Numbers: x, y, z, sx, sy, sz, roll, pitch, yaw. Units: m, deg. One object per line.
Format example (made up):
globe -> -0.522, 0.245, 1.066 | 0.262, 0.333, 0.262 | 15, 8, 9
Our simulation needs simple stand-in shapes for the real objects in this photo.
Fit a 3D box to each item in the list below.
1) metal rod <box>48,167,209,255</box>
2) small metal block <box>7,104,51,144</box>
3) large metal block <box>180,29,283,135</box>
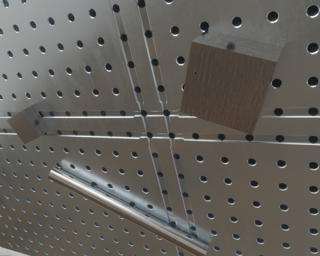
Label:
metal rod -> -0.061, 0.141, 0.530 | 0.301, 0.025, 0.025 | 24, 127, 13
small metal block -> -0.223, -0.005, 0.525 | 0.050, 0.025, 0.050 | -21, 108, 36
large metal block -> 0.073, -0.050, 0.326 | 0.080, 0.050, 0.079 | 19, 126, 17
